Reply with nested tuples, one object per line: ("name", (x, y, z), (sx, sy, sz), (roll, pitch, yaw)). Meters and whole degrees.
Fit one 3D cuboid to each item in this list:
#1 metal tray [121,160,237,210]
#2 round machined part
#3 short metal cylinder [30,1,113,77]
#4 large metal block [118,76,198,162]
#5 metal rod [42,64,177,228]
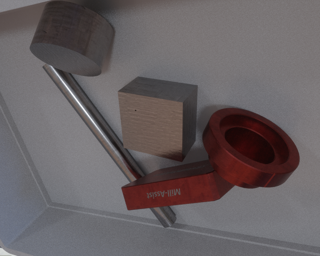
("metal tray", (0.028, 0.068, 0.389), (0.130, 0.091, 0.030), (-16, 90, 34))
("round machined part", (0.091, 0.025, 0.328), (0.098, 0.098, 0.042), (28, 128, 10))
("short metal cylinder", (-0.100, -0.099, 0.355), (0.080, 0.050, 0.080), (13, 168, 3))
("large metal block", (-0.001, -0.013, 0.384), (0.080, 0.050, 0.079), (12, 123, 21))
("metal rod", (-0.068, 0.029, 0.460), (0.025, 0.025, 0.299), (-26, 105, 37))
